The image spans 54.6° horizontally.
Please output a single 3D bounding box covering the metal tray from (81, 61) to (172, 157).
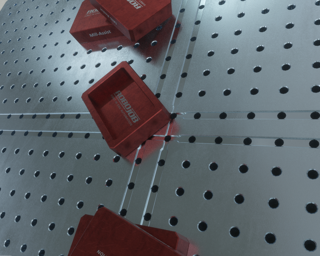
[{"bbox_3d":[-0.053,-0.032,0.453,0.090,0.030,0.130,-39,51,2],"label":"metal tray"}]

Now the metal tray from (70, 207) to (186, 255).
[{"bbox_3d":[-0.030,0.144,0.294,0.130,0.030,0.090,20,72,35],"label":"metal tray"}]

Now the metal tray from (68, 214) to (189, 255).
[{"bbox_3d":[-0.042,0.150,0.336,0.130,0.030,0.090,1,62,28],"label":"metal tray"}]

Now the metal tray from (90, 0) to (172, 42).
[{"bbox_3d":[-0.053,-0.217,0.533,0.090,0.030,0.130,-39,68,-12],"label":"metal tray"}]

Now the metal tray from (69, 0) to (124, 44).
[{"bbox_3d":[-0.102,-0.214,0.591,0.130,0.030,0.090,-1,61,27],"label":"metal tray"}]
